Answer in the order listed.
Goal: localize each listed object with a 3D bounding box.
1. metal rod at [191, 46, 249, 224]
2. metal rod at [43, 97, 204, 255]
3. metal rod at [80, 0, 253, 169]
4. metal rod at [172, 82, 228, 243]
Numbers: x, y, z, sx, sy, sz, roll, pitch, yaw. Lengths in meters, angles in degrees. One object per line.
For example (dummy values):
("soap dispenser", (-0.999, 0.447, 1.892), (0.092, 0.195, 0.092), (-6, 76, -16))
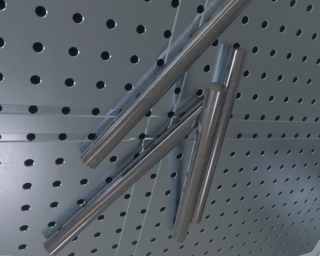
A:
("metal rod", (0.081, 0.028, 0.471), (0.025, 0.025, 0.298), (-5, 121, -26))
("metal rod", (-0.041, 0.065, 0.428), (0.300, 0.025, 0.025), (-42, 129, 1))
("metal rod", (0.013, -0.066, 0.376), (0.300, 0.025, 0.025), (-46, 129, 4))
("metal rod", (0.051, 0.071, 0.461), (0.025, 0.025, 0.298), (-9, 129, -24))
